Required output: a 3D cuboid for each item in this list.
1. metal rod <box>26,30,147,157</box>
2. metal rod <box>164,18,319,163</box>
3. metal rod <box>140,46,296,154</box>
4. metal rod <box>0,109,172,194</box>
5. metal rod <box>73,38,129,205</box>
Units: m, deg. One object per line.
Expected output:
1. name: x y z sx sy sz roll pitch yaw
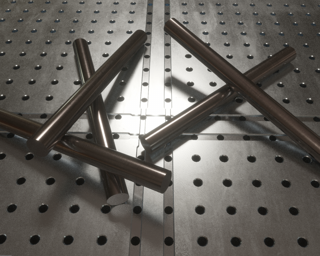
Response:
1. metal rod: -0.081 -0.070 0.432 0.025 0.025 0.301 15 41 11
2. metal rod: 0.114 -0.059 0.427 0.025 0.025 0.300 -34 68 -26
3. metal rod: 0.099 -0.051 0.451 0.302 0.025 0.025 -32 57 -25
4. metal rod: -0.126 0.013 0.372 0.301 0.025 0.025 17 52 22
5. metal rod: -0.090 -0.031 0.432 0.025 0.025 0.299 -13 51 -11
